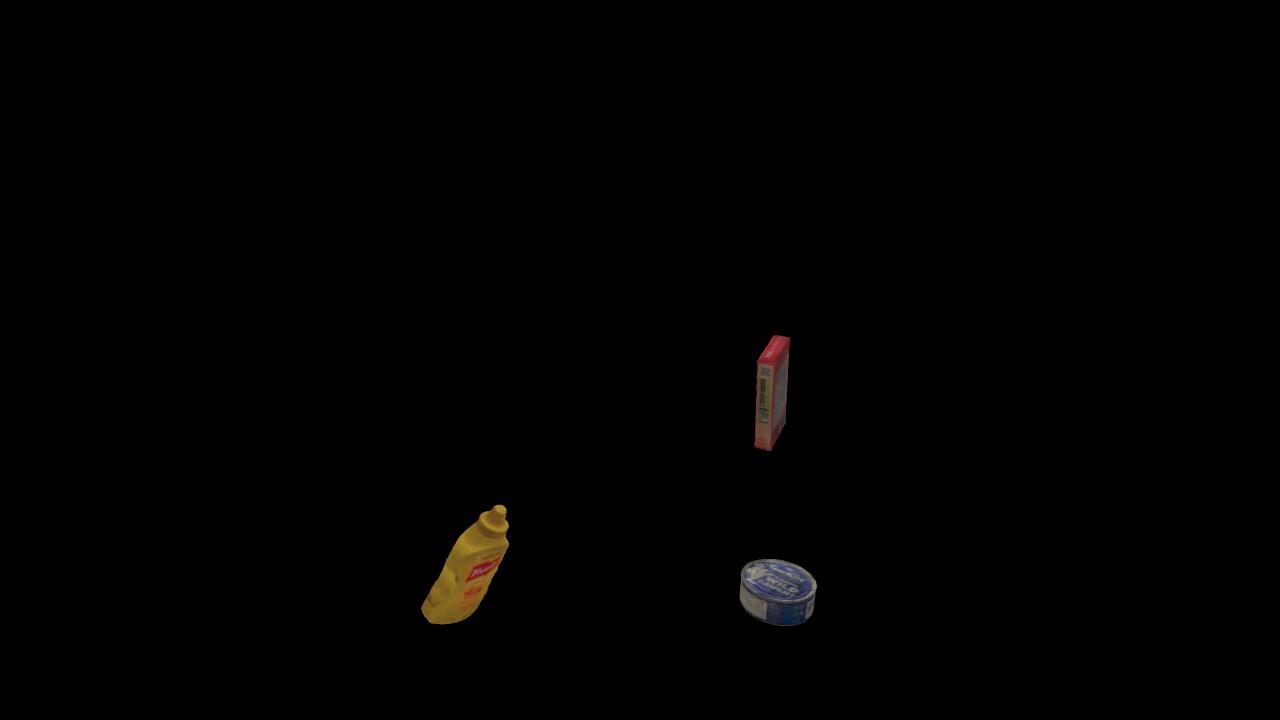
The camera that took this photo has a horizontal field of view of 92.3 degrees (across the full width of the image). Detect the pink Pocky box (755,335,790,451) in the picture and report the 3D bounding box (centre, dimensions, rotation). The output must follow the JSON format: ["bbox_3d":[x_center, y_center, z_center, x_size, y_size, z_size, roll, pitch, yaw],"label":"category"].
[{"bbox_3d":[0.197,0.049,0.917,0.029,0.155,0.084,10,32,25],"label":"pink Pocky box"}]

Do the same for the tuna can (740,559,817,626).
[{"bbox_3d":[0.155,0.262,0.695,0.084,0.034,0.084,2,13,0],"label":"tuna can"}]

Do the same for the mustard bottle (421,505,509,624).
[{"bbox_3d":[-0.230,0.278,0.855,0.054,0.184,0.092,39,17,35],"label":"mustard bottle"}]
